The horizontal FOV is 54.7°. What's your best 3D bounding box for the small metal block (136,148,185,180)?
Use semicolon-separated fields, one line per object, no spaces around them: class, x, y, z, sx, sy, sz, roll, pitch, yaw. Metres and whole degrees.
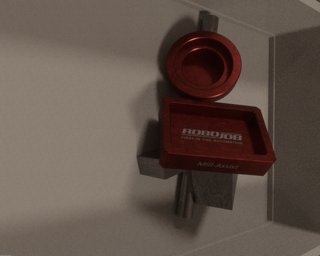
small metal block;0.007;0.043;0.398;0.050;0.050;0.025;-17;102;-39

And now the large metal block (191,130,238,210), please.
large metal block;0.080;0.053;0.426;0.080;0.050;0.080;78;25;-42

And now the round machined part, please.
round machined part;0.058;-0.079;0.424;0.099;0.042;0.098;-1;74;2

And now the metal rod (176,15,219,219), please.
metal rod;0.057;-0.021;0.456;0.025;0.025;0.298;14;81;-40

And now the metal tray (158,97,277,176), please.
metal tray;0.065;0.009;0.380;0.131;0.030;0.090;6;48;-8
